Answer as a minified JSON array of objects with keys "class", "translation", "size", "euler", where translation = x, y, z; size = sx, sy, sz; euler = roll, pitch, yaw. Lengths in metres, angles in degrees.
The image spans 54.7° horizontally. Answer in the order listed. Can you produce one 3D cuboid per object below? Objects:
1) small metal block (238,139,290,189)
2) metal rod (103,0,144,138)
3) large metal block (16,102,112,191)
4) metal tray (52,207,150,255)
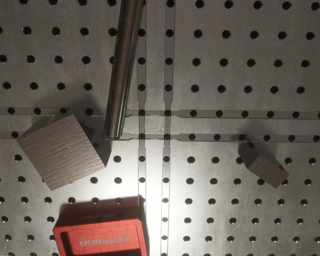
[{"class":"small metal block","translation":[0.139,0.048,0.420],"size":[0.050,0.050,0.025],"euler":[34,106,-12]},{"class":"metal rod","translation":[-0.035,-0.130,0.365],"size":[0.025,0.025,0.298],"euler":[10,110,-4]},{"class":"large metal block","translation":[-0.122,0.024,0.407],"size":[0.080,0.050,0.080],"euler":[-24,109,8]},{"class":"metal tray","translation":[-0.086,0.172,0.473],"size":[0.131,0.030,0.089],"euler":[-7,110,2]}]
